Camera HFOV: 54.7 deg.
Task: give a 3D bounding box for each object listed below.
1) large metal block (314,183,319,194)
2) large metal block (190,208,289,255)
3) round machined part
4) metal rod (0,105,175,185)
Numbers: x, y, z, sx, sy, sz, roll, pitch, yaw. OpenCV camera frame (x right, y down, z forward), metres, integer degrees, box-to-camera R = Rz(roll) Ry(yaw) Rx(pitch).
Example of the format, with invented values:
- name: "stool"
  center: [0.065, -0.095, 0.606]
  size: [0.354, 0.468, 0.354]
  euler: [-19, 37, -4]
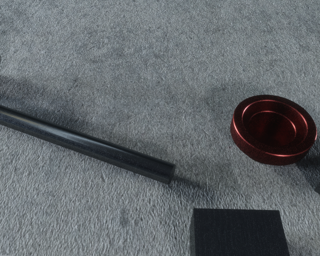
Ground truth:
- name: "large metal block"
  center: [0.236, 0.058, 0.341]
  size: [0.080, 0.050, 0.080]
  euler: [-36, 59, -26]
- name: "large metal block"
  center: [0.071, 0.123, 0.285]
  size: [0.081, 0.050, 0.080]
  euler: [1, 50, 1]
- name: "round machined part"
  center: [0.137, 0.007, 0.388]
  size: [0.099, 0.042, 0.098]
  euler: [0, 50, 0]
- name: "metal rod"
  center: [-0.126, 0.010, 0.393]
  size: [0.301, 0.025, 0.025]
  euler: [18, 52, 14]
